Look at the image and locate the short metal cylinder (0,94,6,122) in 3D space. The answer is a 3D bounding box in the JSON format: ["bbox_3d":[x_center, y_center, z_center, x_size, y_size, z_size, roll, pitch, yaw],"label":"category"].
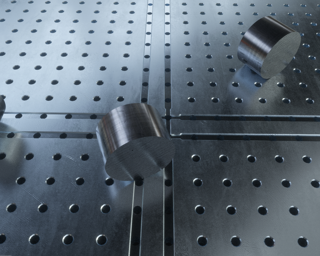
[{"bbox_3d":[-0.243,-0.018,0.384,0.081,0.080,0.050,0,50,0],"label":"short metal cylinder"}]

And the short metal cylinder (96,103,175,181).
[{"bbox_3d":[-0.029,0.017,0.357,0.081,0.080,0.050,-14,52,-12],"label":"short metal cylinder"}]

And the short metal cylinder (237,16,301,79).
[{"bbox_3d":[0.168,-0.123,0.478,0.081,0.080,0.050,-27,55,-21],"label":"short metal cylinder"}]
